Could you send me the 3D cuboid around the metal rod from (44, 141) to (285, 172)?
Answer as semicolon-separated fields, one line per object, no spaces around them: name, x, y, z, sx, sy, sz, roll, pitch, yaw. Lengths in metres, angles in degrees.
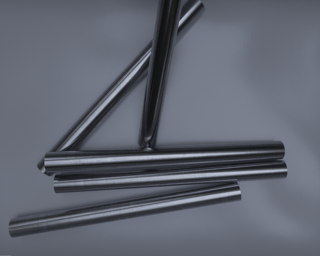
metal rod;0.011;0.036;0.398;0.302;0.025;0.025;-2;90;-6

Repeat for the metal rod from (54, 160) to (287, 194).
metal rod;0.014;0.064;0.411;0.302;0.025;0.025;-4;90;-1

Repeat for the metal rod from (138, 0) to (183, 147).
metal rod;0.006;-0.106;0.337;0.025;0.025;0.298;10;121;-1

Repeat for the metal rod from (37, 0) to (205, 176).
metal rod;-0.051;-0.055;0.410;0.025;0.025;0.300;43;90;-1

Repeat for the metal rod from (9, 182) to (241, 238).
metal rod;-0.045;0.108;0.410;0.302;0.025;0.025;-9;90;-1
